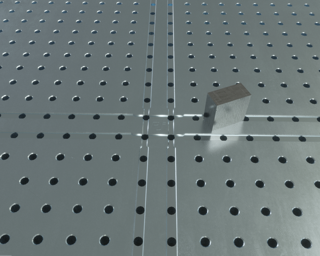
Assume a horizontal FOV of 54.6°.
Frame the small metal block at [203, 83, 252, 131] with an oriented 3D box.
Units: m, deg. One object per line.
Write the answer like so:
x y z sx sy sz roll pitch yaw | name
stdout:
0.089 -0.028 0.415 0.050 0.050 0.025 -18 52 -14 | small metal block
